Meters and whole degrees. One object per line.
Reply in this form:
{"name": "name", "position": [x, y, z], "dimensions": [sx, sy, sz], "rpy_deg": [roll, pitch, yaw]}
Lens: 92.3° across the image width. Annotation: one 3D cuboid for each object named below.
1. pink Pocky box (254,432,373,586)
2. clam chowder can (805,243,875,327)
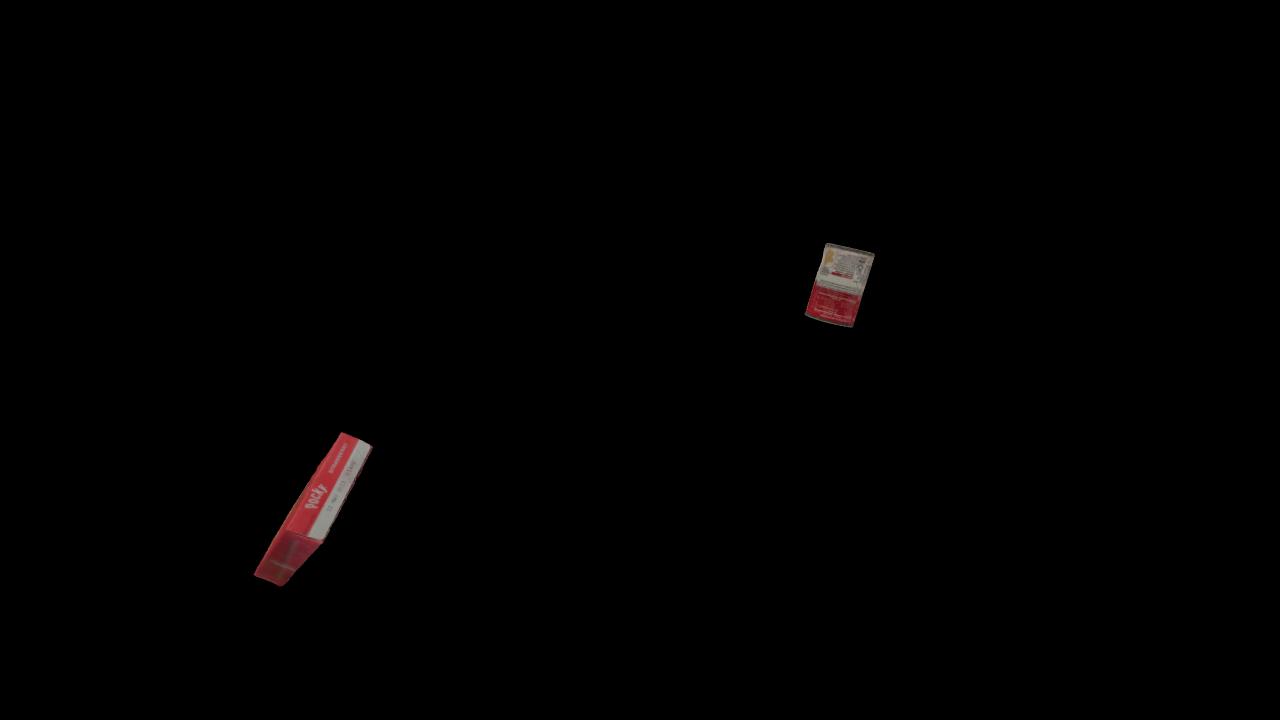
{"name": "pink Pocky box", "position": [-0.269, 0.126, 0.503], "dimensions": [0.029, 0.084, 0.155], "rpy_deg": [31, -43, -20]}
{"name": "clam chowder can", "position": [0.271, -0.102, 0.837], "dimensions": [0.068, 0.102, 0.068], "rpy_deg": [12, 14, -3]}
